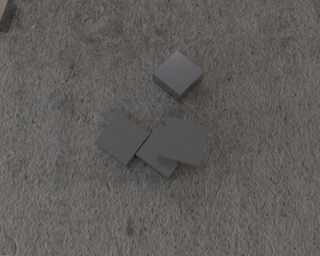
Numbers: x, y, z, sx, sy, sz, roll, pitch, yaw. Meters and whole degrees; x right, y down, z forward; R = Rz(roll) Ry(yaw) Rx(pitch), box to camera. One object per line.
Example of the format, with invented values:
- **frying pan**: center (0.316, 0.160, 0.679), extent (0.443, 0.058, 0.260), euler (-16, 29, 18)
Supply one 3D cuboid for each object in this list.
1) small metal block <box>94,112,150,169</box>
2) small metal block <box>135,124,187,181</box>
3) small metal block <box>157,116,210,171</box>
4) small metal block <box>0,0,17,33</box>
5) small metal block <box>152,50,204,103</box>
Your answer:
- **small metal block**: center (-0.047, 0.017, 0.402), extent (0.050, 0.025, 0.050), euler (34, 73, 11)
- **small metal block**: center (0.005, 0.031, 0.397), extent (0.050, 0.025, 0.050), euler (34, 73, 11)
- **small metal block**: center (0.028, 0.019, 0.375), extent (0.050, 0.025, 0.050), euler (16, 71, 5)
- **small metal block**: center (-0.254, -0.175, 0.470), extent (0.050, 0.025, 0.050), euler (7, 70, 2)
- **small metal block**: center (0.025, -0.072, 0.434), extent (0.050, 0.025, 0.050), euler (41, 75, 13)
